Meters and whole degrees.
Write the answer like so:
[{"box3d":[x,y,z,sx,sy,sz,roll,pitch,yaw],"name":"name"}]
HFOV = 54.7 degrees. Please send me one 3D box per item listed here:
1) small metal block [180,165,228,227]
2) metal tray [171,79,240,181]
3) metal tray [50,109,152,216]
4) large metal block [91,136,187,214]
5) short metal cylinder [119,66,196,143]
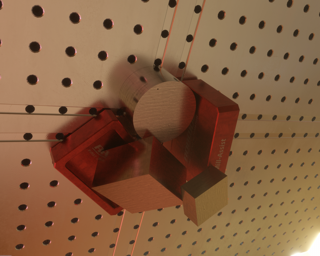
[{"box3d":[0.054,0.081,0.371,0.050,0.025,0.050,-29,130,-25],"name":"small metal block"},{"box3d":[0.053,0.012,0.407,0.030,0.090,0.129,-9,123,-24],"name":"metal tray"},{"box3d":[-0.064,0.049,0.403,0.090,0.030,0.130,-37,130,-4],"name":"metal tray"},{"box3d":[-0.022,0.061,0.382,0.080,0.050,0.080,-18,136,27],"name":"large metal block"},{"box3d":[-0.004,-0.029,0.377,0.081,0.050,0.079,-14,125,-21],"name":"short metal cylinder"}]
